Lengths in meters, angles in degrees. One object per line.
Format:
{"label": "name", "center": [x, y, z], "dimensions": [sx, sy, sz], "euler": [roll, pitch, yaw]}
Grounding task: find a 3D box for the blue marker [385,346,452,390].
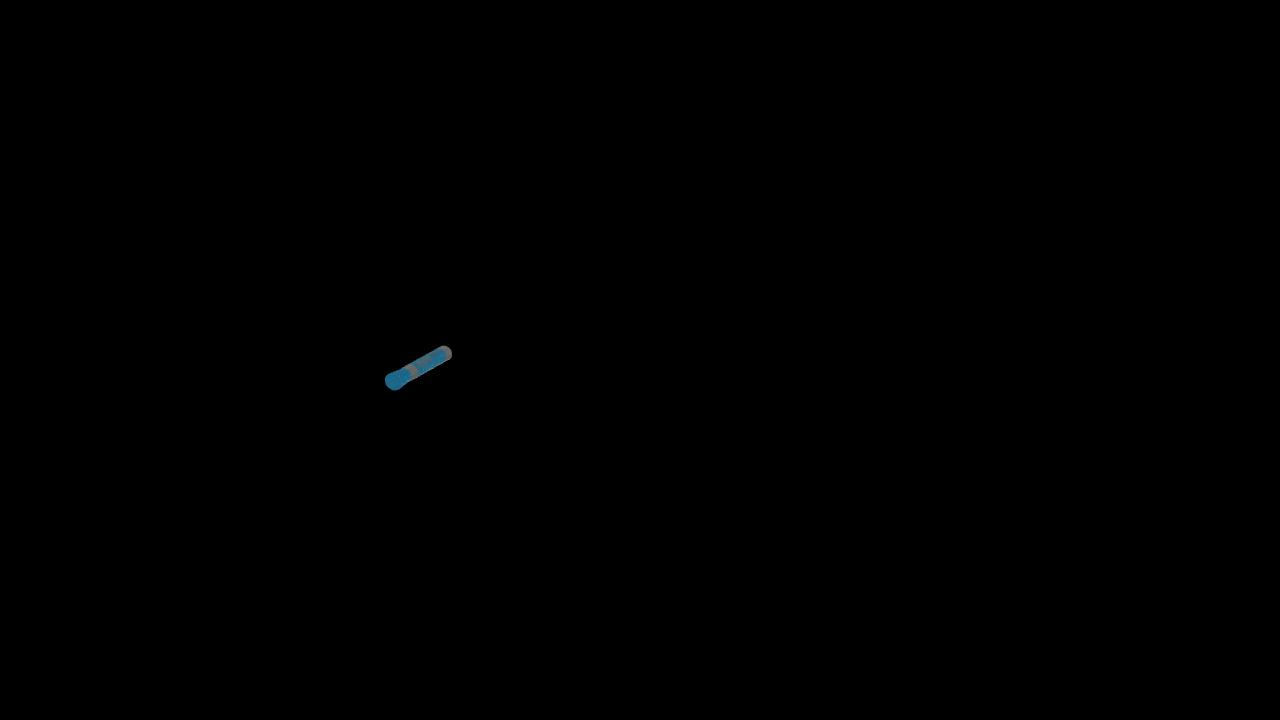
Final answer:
{"label": "blue marker", "center": [-0.243, 0.008, 0.680], "dimensions": [0.020, 0.020, 0.121], "euler": [0, 15, 9]}
